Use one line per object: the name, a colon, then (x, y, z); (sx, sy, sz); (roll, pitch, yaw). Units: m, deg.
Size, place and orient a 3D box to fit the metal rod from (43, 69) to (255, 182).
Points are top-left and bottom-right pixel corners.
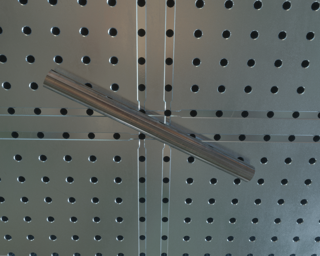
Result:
metal rod: (-0.007, 0.001, 0.414); (0.301, 0.025, 0.025); (26, 108, -10)
